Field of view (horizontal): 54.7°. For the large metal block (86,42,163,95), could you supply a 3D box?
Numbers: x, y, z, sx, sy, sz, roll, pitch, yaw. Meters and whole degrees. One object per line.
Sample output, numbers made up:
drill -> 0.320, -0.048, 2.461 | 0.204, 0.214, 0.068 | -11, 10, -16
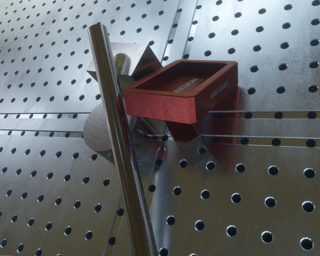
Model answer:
large metal block -> -0.042, -0.074, 0.439 | 0.080, 0.080, 0.050 | 13, 68, 33

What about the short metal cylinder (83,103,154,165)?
short metal cylinder -> -0.055, 0.005, 0.416 | 0.080, 0.050, 0.080 | -13, 56, 21

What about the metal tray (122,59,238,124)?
metal tray -> 0.029, -0.050, 0.374 | 0.090, 0.030, 0.131 | 10, 31, 32

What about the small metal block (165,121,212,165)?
small metal block -> 0.032, 0.009, 0.369 | 0.025, 0.050, 0.050 | -32, 52, 8

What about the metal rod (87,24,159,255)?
metal rod -> -0.045, 0.013, 0.359 | 0.025, 0.025, 0.299 | -19, 74, 17
